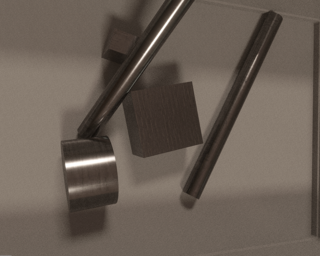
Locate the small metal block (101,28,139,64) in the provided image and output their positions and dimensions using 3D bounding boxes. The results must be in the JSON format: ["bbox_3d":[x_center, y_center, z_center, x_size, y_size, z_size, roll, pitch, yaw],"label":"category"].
[{"bbox_3d":[-0.041,-0.096,0.383,0.050,0.050,0.025,16,85,-20],"label":"small metal block"}]

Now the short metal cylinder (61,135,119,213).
[{"bbox_3d":[-0.082,0.051,0.352,0.050,0.080,0.079,-7,93,-20],"label":"short metal cylinder"}]

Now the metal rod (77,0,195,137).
[{"bbox_3d":[-0.002,-0.104,0.335,0.025,0.025,0.299,32,108,-18],"label":"metal rod"}]

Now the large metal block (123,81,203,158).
[{"bbox_3d":[0.002,-0.012,0.399,0.081,0.050,0.079,-12,94,-20],"label":"large metal block"}]

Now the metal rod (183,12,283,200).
[{"bbox_3d":[0.110,-0.038,0.452,0.025,0.025,0.299,30,80,-18],"label":"metal rod"}]
